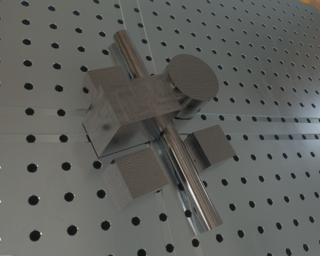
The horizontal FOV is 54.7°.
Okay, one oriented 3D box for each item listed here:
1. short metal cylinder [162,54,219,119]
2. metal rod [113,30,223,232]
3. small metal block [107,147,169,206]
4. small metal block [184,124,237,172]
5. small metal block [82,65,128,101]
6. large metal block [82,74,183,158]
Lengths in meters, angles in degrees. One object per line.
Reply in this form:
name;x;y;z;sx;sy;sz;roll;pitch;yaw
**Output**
short metal cylinder;0.038;-0.060;0.450;0.081;0.050;0.080;14;56;-21
metal rod;0.003;-0.009;0.416;0.025;0.025;0.299;-13;69;-34
small metal block;-0.026;0.055;0.362;0.050;0.025;0.050;-17;71;-35
small metal block;0.070;0.027;0.431;0.050;0.025;0.050;-16;70;-35
small metal block;-0.066;-0.051;0.405;0.050;0.025;0.050;-19;72;-36
large metal block;-0.035;-0.014;0.362;0.081;0.080;0.050;-17;71;-35
